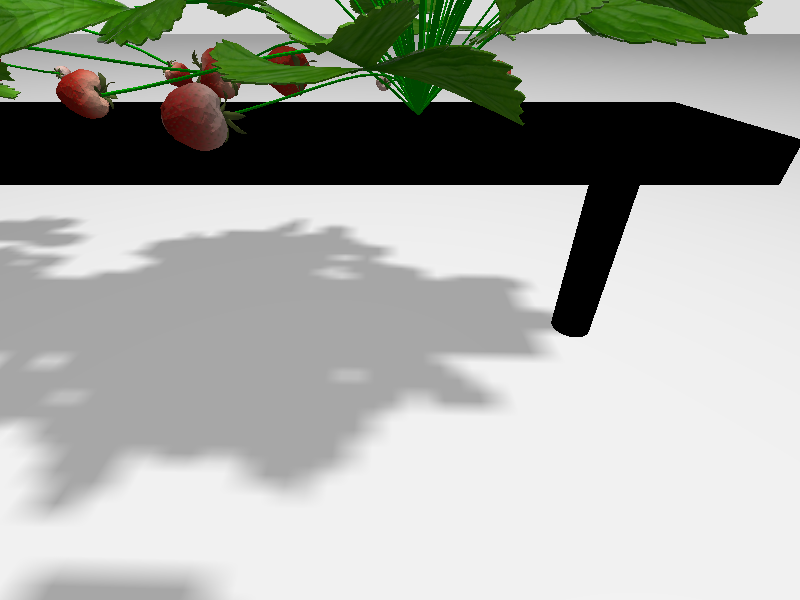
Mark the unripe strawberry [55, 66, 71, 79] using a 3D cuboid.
[{"bbox_3d":[-0.425,-0.287,0.507,0.016,0.017,0.017,2,34,2],"label":"unripe strawberry"}]

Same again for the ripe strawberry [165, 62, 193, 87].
[{"bbox_3d":[-0.237,-0.241,0.432,0.028,0.025,0.026,38,0,42],"label":"ripe strawberry"}]

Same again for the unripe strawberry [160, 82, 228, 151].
[{"bbox_3d":[-0.115,-0.101,0.223,0.033,0.034,0.030,-26,43,-31],"label":"unripe strawberry"}]

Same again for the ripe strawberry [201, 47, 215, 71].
[{"bbox_3d":[-0.175,-0.227,0.398,0.041,0.041,0.045,-13,37,-18],"label":"ripe strawberry"}]

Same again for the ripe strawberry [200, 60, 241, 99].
[{"bbox_3d":[-0.168,-0.205,0.373,0.033,0.033,0.036,8,35,21],"label":"ripe strawberry"}]

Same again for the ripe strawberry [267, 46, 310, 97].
[{"bbox_3d":[-0.110,-0.219,0.384,0.043,0.043,0.047,22,40,29],"label":"ripe strawberry"}]

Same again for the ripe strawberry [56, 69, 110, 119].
[{"bbox_3d":[-0.238,-0.155,0.301,0.031,0.033,0.029,-2,35,-2],"label":"ripe strawberry"}]

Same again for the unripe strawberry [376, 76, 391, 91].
[{"bbox_3d":[-0.018,-0.231,0.426,0.016,0.014,0.015,-8,35,-11],"label":"unripe strawberry"}]

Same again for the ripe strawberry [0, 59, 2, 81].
[{"bbox_3d":[-0.513,-0.291,0.492,0.042,0.044,0.045,-11,35,-16],"label":"ripe strawberry"}]

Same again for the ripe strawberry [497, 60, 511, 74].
[{"bbox_3d":[0.108,-0.244,0.435,0.027,0.028,0.029,20,32,26],"label":"ripe strawberry"}]
